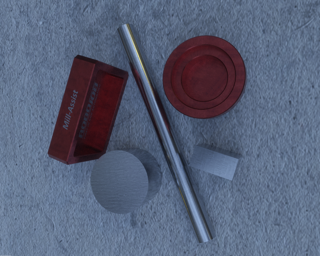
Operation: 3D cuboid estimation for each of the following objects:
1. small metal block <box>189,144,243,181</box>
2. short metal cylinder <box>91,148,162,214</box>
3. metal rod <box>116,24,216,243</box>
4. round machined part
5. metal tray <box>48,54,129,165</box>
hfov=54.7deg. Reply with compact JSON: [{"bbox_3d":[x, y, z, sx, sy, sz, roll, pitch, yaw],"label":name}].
[{"bbox_3d":[0.068,0.039,0.369,0.050,0.050,0.025,18,96,19],"label":"small metal block"},{"bbox_3d":[-0.043,0.067,0.411,0.080,0.050,0.079,0,90,19],"label":"short metal cylinder"},{"bbox_3d":[0.005,0.001,0.408,0.025,0.025,0.299,-23,82,18],"label":"metal rod"},{"bbox_3d":[0.056,-0.060,0.381,0.098,0.042,0.097,0,90,19],"label":"round machined part"},{"bbox_3d":[-0.090,-0.022,0.406,0.030,0.090,0.129,20,96,19],"label":"metal tray"}]
